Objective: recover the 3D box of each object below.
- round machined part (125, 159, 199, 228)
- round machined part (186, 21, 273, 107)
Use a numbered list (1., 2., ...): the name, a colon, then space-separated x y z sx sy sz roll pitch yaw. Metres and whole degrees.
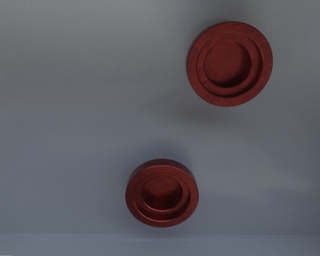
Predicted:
1. round machined part: 0.003 0.086 0.434 0.099 0.042 0.097 0 110 0
2. round machined part: 0.080 -0.078 0.374 0.099 0.042 0.097 0 110 0
